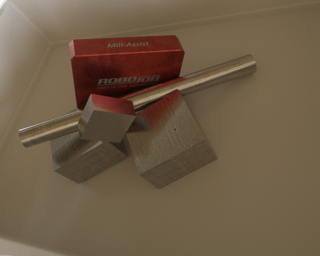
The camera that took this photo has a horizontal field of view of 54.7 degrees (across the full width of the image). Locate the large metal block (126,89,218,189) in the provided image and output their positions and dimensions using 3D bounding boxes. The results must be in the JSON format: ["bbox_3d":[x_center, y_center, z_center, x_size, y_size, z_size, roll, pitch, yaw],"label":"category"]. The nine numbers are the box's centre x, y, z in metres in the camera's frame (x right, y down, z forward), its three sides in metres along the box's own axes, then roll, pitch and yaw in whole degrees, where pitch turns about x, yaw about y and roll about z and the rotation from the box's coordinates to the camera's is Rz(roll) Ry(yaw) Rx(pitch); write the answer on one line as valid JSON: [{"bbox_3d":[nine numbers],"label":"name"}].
[{"bbox_3d":[0.010,0.014,0.373,0.080,0.050,0.080,-29,52,9],"label":"large metal block"}]

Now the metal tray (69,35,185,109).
[{"bbox_3d":[-0.042,-0.068,0.390,0.131,0.089,0.030,-7,54,-14],"label":"metal tray"}]

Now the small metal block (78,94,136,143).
[{"bbox_3d":[-0.063,-0.010,0.363,0.050,0.050,0.025,-55,40,38],"label":"small metal block"}]

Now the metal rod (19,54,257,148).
[{"bbox_3d":[-0.026,-0.035,0.390,0.302,0.025,0.025,-18,53,-2],"label":"metal rod"}]

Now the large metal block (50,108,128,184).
[{"bbox_3d":[-0.101,0.017,0.426,0.080,0.050,0.080,-29,52,9],"label":"large metal block"}]
